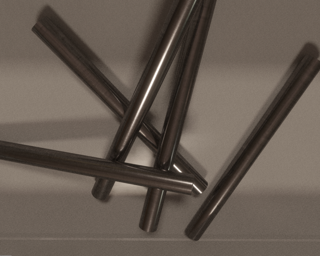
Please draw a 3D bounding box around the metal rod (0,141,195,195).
[{"bbox_3d":[-0.108,0.045,0.393,0.301,0.025,0.025,9,110,9],"label":"metal rod"}]

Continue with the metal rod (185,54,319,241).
[{"bbox_3d":[0.120,0.038,0.427,0.025,0.025,0.298,27,108,-10],"label":"metal rod"}]

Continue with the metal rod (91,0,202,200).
[{"bbox_3d":[-0.026,-0.022,0.369,0.025,0.025,0.298,22,120,-9],"label":"metal rod"}]

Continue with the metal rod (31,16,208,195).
[{"bbox_3d":[-0.041,-0.018,0.403,0.025,0.025,0.300,-40,106,13],"label":"metal rod"}]

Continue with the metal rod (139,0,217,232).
[{"bbox_3d":[0.018,-0.008,0.387,0.025,0.025,0.298,13,102,-5],"label":"metal rod"}]
